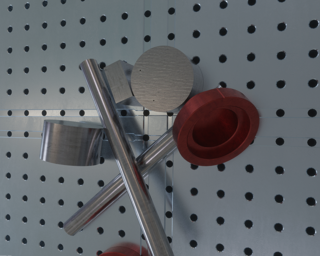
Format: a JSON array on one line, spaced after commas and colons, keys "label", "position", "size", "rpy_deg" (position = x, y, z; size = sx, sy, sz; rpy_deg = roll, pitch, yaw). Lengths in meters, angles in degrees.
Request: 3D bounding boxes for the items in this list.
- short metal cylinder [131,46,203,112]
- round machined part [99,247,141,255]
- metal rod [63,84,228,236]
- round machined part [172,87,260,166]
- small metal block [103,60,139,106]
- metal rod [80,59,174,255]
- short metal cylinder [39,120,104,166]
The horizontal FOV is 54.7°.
[{"label": "short metal cylinder", "position": [0.010, -0.059, 0.395], "size": [0.080, 0.050, 0.079], "rpy_deg": [0, 91, 20]}, {"label": "round machined part", "position": [-0.060, 0.220, 0.425], "size": [0.098, 0.042, 0.097], "rpy_deg": [0, 90, 20]}, {"label": "metal rod", "position": [-0.026, 0.052, 0.421], "size": [0.299, 0.025, 0.025], "rpy_deg": [-42, 77, 15]}, {"label": "round machined part", "position": [0.061, -0.005, 0.363], "size": [0.098, 0.098, 0.042], "rpy_deg": [-42, 38, 15]}, {"label": "small metal block", "position": [-0.045, -0.059, 0.415], "size": [0.025, 0.050, 0.050], "rpy_deg": [-22, 83, 19]}, {"label": "metal rod", "position": [-0.046, 0.037, 0.404], "size": [0.025, 0.025, 0.299], "rpy_deg": [-30, 71, 17]}, {"label": "short metal cylinder", "position": [-0.120, 0.019, 0.426], "size": [0.080, 0.080, 0.050], "rpy_deg": [10, 93, 20]}]
